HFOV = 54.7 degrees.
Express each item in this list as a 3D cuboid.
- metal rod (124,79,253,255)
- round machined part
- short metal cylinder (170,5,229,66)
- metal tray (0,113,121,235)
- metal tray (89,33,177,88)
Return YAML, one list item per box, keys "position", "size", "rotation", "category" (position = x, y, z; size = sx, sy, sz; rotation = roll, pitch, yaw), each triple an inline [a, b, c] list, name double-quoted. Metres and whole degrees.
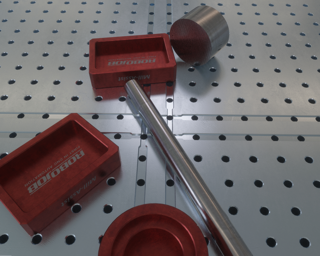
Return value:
- position: [0.024, 0.042, 0.372]
  size: [0.025, 0.025, 0.300]
  rotation: [-20, 53, -16]
  category: "metal rod"
- position: [-0.006, 0.125, 0.292]
  size: [0.099, 0.042, 0.098]
  rotation: [0, 50, 0]
  category: "round machined part"
- position: [0.063, -0.147, 0.496]
  size: [0.080, 0.080, 0.050]
  rotation: [32, 57, 24]
  category: "short metal cylinder"
- position: [-0.123, 0.047, 0.364]
  size: [0.090, 0.030, 0.131]
  rotation: [36, 58, 26]
  category: "metal tray"
- position: [-0.045, -0.110, 0.495]
  size: [0.131, 0.030, 0.090]
  rotation: [-6, 50, -5]
  category: "metal tray"
